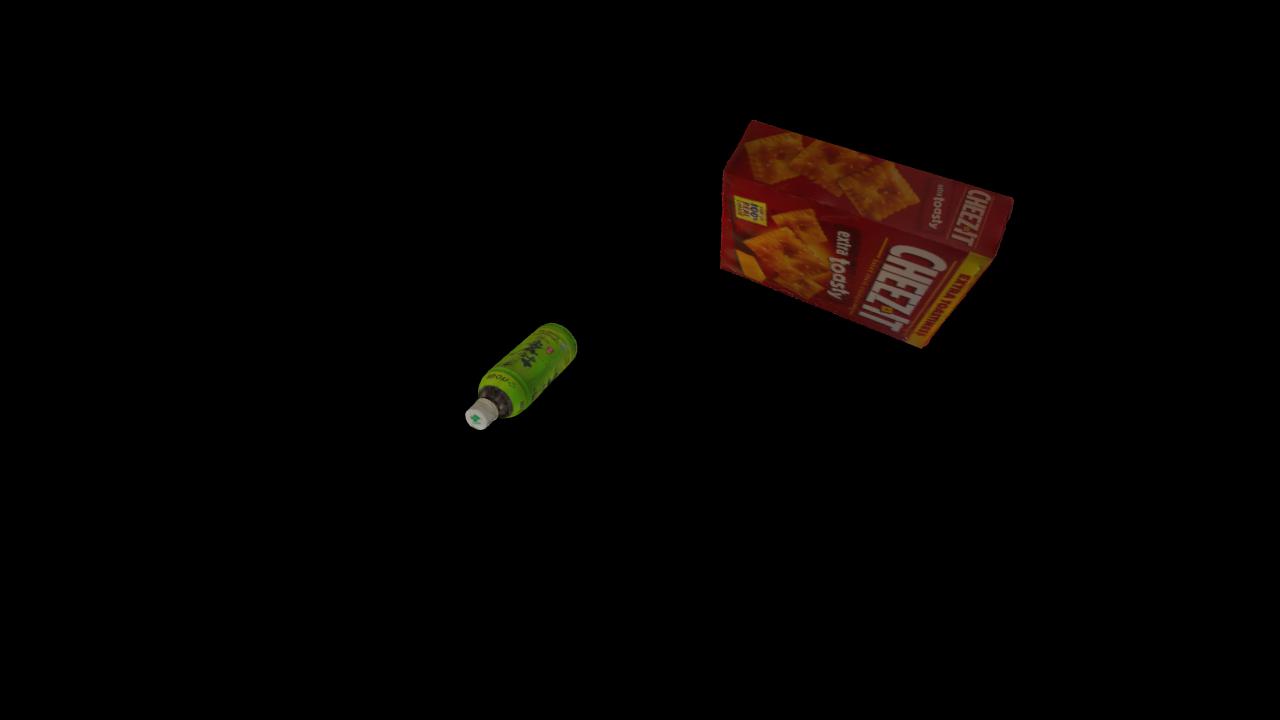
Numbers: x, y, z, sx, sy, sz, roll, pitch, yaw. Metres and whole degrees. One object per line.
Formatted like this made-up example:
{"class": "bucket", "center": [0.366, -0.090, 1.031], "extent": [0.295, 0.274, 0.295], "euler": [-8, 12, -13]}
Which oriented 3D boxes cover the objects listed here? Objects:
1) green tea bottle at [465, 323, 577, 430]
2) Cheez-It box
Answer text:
{"class": "green tea bottle", "center": [-0.159, 0.023, 0.818], "extent": [0.073, 0.073, 0.212], "euler": [0, 29, 25]}
{"class": "Cheez-It box", "center": [0.186, -0.109, 0.564], "extent": [0.223, 0.071, 0.166], "euler": [24, -17, 15]}
